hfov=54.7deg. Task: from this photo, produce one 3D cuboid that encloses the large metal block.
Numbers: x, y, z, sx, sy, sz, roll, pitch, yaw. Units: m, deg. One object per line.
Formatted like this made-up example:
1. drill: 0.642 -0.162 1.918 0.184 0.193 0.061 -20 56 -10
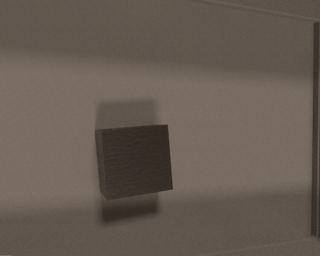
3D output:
1. large metal block: -0.034 0.039 0.386 0.081 0.050 0.079 -5 92 -20
